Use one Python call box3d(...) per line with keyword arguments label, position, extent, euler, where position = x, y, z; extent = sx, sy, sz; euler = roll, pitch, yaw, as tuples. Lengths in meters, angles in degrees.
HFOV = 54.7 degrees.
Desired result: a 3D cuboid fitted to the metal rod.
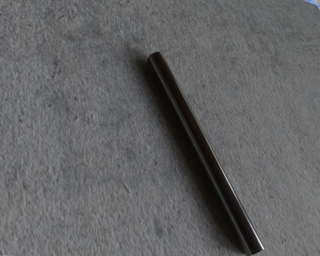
box3d(label="metal rod", position=(0.054, 0.022, 0.421), extent=(0.025, 0.025, 0.299), euler=(-14, 69, -34))
